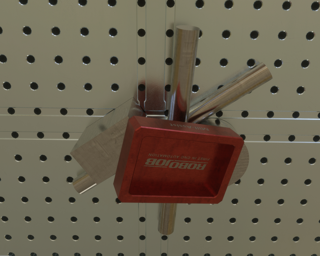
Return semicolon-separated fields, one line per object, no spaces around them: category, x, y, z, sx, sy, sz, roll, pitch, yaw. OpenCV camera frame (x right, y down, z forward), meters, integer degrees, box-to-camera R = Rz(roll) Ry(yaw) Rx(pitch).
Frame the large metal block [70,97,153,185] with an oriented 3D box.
large metal block;-0.055;0.013;0.387;0.080;0.080;0.050;-32;107;11

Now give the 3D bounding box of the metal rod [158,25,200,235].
metal rod;0.019;0.024;0.398;0.025;0.025;0.298;3;119;-2

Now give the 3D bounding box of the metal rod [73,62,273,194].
metal rod;0.009;0.006;0.416;0.300;0.025;0.025;-32;107;10

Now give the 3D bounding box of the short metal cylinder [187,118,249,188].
short metal cylinder;0.072;0.033;0.412;0.081;0.050;0.079;0;110;-1

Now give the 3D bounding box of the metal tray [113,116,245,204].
metal tray;0.021;0.040;0.350;0.131;0.030;0.089;7;111;-23
